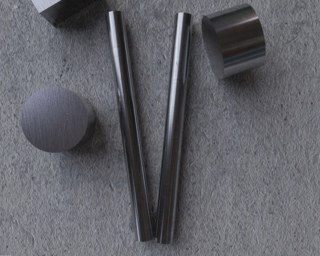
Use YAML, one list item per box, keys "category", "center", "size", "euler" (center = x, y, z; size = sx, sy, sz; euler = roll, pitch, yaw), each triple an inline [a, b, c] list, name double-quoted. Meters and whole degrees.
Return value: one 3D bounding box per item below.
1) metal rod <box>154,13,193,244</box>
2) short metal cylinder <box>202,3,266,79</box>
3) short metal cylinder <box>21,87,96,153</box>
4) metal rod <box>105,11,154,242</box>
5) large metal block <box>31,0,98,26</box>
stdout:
- category: "metal rod"
  center: [0.018, 0.000, 0.410]
  size: [0.025, 0.025, 0.298]
  euler: [5, 90, 0]
- category: "short metal cylinder"
  center: [0.089, -0.106, 0.383]
  size: [0.050, 0.080, 0.080]
  euler: [-18, 90, 0]
- category: "short metal cylinder"
  center: [-0.127, -0.010, 0.396]
  size: [0.081, 0.050, 0.080]
  euler: [0, 90, 0]
- category: "metal rod"
  center: [-0.040, -0.002, 0.409]
  size: [0.025, 0.025, 0.298]
  euler: [-8, 90, 0]
- category: "large metal block"
  center: [-0.131, -0.193, 0.396]
  size: [0.080, 0.050, 0.080]
  euler: [-31, 90, 0]
